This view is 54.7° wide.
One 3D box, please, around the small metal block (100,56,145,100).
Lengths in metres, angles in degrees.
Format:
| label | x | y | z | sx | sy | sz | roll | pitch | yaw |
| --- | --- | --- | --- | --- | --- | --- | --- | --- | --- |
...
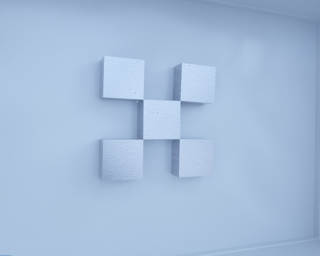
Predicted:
| label | x | y | z | sx | sy | sz | roll | pitch | yaw |
| --- | --- | --- | --- | --- | --- | --- | --- | --- | --- |
| small metal block | -0.048 | -0.061 | 0.391 | 0.050 | 0.025 | 0.050 | 2 | 90 | -20 |

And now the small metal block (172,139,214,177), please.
| label | x | y | z | sx | sy | sz | roll | pitch | yaw |
| --- | --- | --- | --- | --- | --- | --- | --- | --- | --- |
| small metal block | 0.045 | 0.040 | 0.424 | 0.050 | 0.025 | 0.050 | 1 | 90 | -20 |

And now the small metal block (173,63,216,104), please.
| label | x | y | z | sx | sy | sz | roll | pitch | yaw |
| --- | --- | --- | --- | --- | --- | --- | --- | --- | --- |
| small metal block | 0.047 | -0.059 | 0.425 | 0.050 | 0.025 | 0.050 | 3 | 89 | -20 |

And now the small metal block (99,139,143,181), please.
| label | x | y | z | sx | sy | sz | roll | pitch | yaw |
| --- | --- | --- | --- | --- | --- | --- | --- | --- | --- |
| small metal block | -0.049 | 0.039 | 0.390 | 0.050 | 0.025 | 0.050 | 1 | 90 | -20 |

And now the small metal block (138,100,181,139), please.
| label | x | y | z | sx | sy | sz | roll | pitch | yaw |
| --- | --- | --- | --- | --- | --- | --- | --- | --- | --- |
| small metal block | -0.001 | -0.011 | 0.407 | 0.050 | 0.025 | 0.050 | 0 | 90 | -20 |
